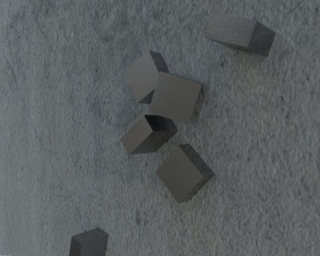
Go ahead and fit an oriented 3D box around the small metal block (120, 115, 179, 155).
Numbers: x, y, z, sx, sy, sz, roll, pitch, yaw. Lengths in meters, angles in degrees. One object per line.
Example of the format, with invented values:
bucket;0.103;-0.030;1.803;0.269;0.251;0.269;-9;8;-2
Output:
small metal block;-0.013;0.009;0.398;0.050;0.050;0.025;-44;64;31

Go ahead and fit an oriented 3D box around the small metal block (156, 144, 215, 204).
small metal block;0.030;0.055;0.379;0.050;0.025;0.050;52;120;27

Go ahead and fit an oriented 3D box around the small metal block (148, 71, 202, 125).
small metal block;0.019;-0.037;0.373;0.050;0.025;0.050;18;103;4

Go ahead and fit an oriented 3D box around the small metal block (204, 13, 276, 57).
small metal block;0.083;-0.096;0.319;0.050;0.050;0.025;27;107;36

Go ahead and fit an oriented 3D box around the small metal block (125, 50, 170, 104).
small metal block;-0.014;-0.067;0.415;0.050;0.025;0.050;-35;69;34

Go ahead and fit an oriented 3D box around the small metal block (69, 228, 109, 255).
small metal block;-0.110;0.188;0.477;0.025;0.050;0.050;17;101;38
